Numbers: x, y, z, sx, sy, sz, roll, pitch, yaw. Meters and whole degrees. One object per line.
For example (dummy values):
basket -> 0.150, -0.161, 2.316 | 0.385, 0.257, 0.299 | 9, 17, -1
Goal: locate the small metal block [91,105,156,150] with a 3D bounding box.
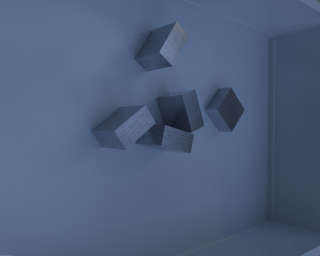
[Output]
small metal block -> -0.042, -0.001, 0.357 | 0.050, 0.050, 0.025 | -43, 117, -32

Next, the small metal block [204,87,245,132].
small metal block -> 0.105, -0.029, 0.497 | 0.050, 0.025, 0.050 | 51, 60, -28

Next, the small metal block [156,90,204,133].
small metal block -> 0.027, -0.022, 0.415 | 0.025, 0.050, 0.050 | -26, 107, -37

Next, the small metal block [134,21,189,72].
small metal block -> 0.002, -0.102, 0.393 | 0.025, 0.050, 0.050 | 41, 65, -33

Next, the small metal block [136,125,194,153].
small metal block -> 0.006, 0.014, 0.398 | 0.050, 0.050, 0.025 | 17, 79, -39
